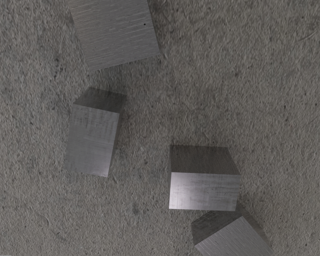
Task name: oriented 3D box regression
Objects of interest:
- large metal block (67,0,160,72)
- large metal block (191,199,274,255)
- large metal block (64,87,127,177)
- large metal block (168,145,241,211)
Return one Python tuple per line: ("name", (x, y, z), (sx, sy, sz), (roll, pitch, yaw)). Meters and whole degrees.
("large metal block", (-0.048, -0.117, 0.353), (0.080, 0.050, 0.080), (-13, 110, 4))
("large metal block", (0.104, 0.161, 0.457), (0.080, 0.050, 0.080), (-37, 106, 12))
("large metal block", (-0.077, 0.002, 0.380), (0.050, 0.080, 0.079), (12, 110, -5))
("large metal block", (0.052, 0.062, 0.404), (0.081, 0.080, 0.050), (3, 110, -1))
